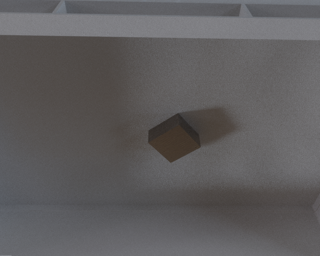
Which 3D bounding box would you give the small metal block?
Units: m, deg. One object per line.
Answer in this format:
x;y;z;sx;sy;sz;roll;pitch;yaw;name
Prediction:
0.020;0.015;0.422;0.050;0.025;0.050;-31;124;23;small metal block
